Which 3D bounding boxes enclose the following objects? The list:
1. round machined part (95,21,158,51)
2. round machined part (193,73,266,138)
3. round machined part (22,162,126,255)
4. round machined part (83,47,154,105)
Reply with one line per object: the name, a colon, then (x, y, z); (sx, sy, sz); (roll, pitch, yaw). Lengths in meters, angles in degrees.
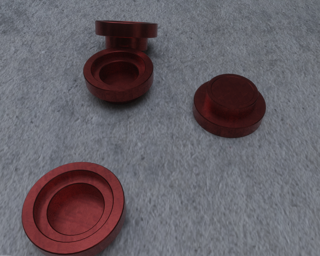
round machined part: (-0.054, -0.149, 0.499); (0.099, 0.042, 0.098); (3, 20, -1)
round machined part: (0.096, -0.037, 0.425); (0.099, 0.042, 0.098); (0, 50, 0)
round machined part: (-0.084, 0.087, 0.318); (0.099, 0.042, 0.098); (0, 50, 0)
round machined part: (-0.059, -0.072, 0.452); (0.099, 0.042, 0.098); (0, 50, 0)
